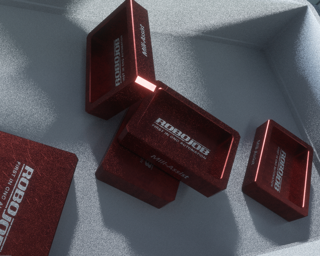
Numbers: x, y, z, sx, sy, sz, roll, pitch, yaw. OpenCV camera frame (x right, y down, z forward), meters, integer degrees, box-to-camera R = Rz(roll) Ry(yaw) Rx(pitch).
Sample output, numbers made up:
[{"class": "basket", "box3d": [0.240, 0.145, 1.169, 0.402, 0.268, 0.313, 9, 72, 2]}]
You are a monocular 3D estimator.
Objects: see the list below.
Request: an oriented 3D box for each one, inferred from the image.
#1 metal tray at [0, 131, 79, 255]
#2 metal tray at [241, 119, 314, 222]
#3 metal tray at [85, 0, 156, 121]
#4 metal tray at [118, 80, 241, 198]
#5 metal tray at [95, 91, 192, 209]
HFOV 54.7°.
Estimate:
[{"class": "metal tray", "box3d": [-0.138, 0.073, 0.283, 0.091, 0.030, 0.130, 20, 54, -16]}, {"class": "metal tray", "box3d": [0.179, 0.059, 0.461, 0.090, 0.030, 0.130, 33, 51, -7]}, {"class": "metal tray", "box3d": [-0.053, -0.085, 0.384, 0.030, 0.090, 0.130, 24, 49, -43]}, {"class": "metal tray", "box3d": [0.027, 0.011, 0.370, 0.130, 0.030, 0.090, 33, 51, -7]}, {"class": "metal tray", "box3d": [-0.011, 0.021, 0.383, 0.090, 0.030, 0.130, 29, 52, -10]}]
